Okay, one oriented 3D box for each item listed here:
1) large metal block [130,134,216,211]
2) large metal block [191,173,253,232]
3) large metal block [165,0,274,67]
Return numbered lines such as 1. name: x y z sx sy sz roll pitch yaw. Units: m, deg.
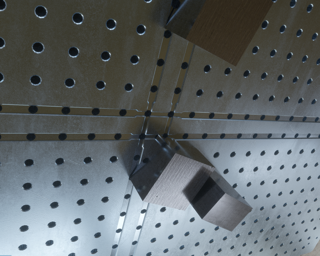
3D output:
1. large metal block: 0.018 0.065 0.444 0.080 0.050 0.080 23 106 -37
2. large metal block: 0.084 0.107 0.487 0.080 0.080 0.050 33 100 -38
3. large metal block: 0.066 -0.128 0.351 0.080 0.050 0.080 17 109 -35
